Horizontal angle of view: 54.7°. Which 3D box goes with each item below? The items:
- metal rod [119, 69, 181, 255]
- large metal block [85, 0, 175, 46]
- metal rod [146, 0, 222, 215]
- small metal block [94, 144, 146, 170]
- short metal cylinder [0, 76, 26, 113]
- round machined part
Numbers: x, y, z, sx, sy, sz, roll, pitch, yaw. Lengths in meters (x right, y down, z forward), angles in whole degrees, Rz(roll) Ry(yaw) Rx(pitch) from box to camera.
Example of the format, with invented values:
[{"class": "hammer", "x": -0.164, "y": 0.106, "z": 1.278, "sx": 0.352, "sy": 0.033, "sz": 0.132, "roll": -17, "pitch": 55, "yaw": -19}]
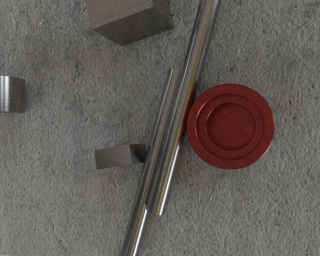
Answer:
[{"class": "metal rod", "x": -0.015, "y": 0.070, "z": 0.413, "sx": 0.025, "sy": 0.025, "sz": 0.298, "roll": 17, "pitch": 95, "yaw": 19}, {"class": "large metal block", "x": -0.036, "y": -0.149, "z": 0.391, "sx": 0.080, "sy": 0.080, "sz": 0.050, "roll": -13, "pitch": 86, "yaw": 19}, {"class": "metal rod", "x": 0.031, "y": -0.038, "z": 0.382, "sx": 0.025, "sy": 0.025, "sz": 0.298, "roll": 16, "pitch": 96, "yaw": 19}, {"class": "small metal block", "x": -0.051, "y": 0.038, "z": 0.412, "sx": 0.050, "sy": 0.050, "sz": 0.025, "roll": -11, "pitch": 84, "yaw": 19}, {"class": "short metal cylinder", "x": -0.245, "y": -0.049, "z": 0.464, "sx": 0.080, "sy": 0.080, "sz": 0.050, "roll": 1, "pitch": 90, "yaw": 19}, {"class": "round machined part", "x": 0.085, "y": -0.002, "z": 0.370, "sx": 0.098, "sy": 0.042, "sz": 0.097, "roll": 0, "pitch": 90, "yaw": 19}]
